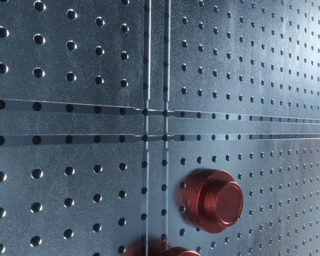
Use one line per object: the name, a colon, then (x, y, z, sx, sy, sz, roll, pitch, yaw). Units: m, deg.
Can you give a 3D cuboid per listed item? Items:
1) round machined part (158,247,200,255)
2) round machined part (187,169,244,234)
round machined part: (0.015, 0.208, 0.414, 0.099, 0.042, 0.097, 0, 90, -40)
round machined part: (0.092, 0.114, 0.478, 0.099, 0.042, 0.097, 0, 90, -40)
